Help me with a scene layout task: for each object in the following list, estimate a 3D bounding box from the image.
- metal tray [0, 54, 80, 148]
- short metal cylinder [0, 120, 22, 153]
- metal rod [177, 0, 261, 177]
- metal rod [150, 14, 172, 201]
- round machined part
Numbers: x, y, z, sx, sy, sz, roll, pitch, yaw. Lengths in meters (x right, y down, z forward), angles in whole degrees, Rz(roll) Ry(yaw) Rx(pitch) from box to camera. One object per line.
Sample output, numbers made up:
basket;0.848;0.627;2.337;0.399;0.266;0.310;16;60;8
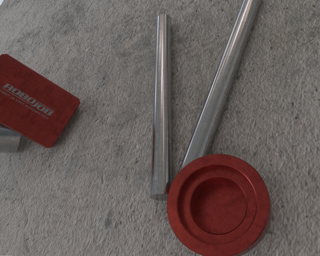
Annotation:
metal tray;-0.201;-0.038;0.469;0.090;0.130;0.030;-62;20;-16
short metal cylinder;-0.260;0.000;0.501;0.080;0.050;0.080;-10;77;53
metal rod;0.084;-0.069;0.401;0.025;0.025;0.300;10;66;32
metal rod;0.004;-0.049;0.431;0.025;0.025;0.299;-12;56;21
round machined part;0.060;0.079;0.310;0.098;0.042;0.098;-10;61;19
